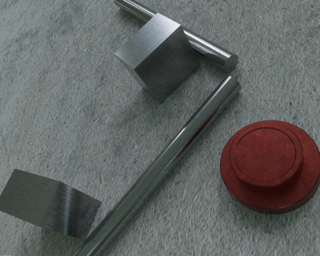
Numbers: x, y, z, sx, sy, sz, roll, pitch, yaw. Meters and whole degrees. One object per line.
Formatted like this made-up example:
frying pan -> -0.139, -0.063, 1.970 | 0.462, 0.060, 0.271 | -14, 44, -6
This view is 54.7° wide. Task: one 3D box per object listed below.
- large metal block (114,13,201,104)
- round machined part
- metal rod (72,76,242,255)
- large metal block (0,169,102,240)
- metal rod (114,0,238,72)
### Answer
large metal block -> -0.001, -0.094, 0.425 | 0.080, 0.080, 0.050 | -44, 51, -3
round machined part -> 0.109, 0.034, 0.315 | 0.098, 0.042, 0.098 | -13, 56, 20
metal rod -> -0.005, 0.056, 0.371 | 0.300, 0.025, 0.025 | -49, 52, -7
large metal block -> -0.134, 0.094, 0.379 | 0.080, 0.080, 0.050 | 7, 65, 31
metal rod -> 0.008, -0.165, 0.499 | 0.025, 0.025, 0.300 | -44, 51, -3
